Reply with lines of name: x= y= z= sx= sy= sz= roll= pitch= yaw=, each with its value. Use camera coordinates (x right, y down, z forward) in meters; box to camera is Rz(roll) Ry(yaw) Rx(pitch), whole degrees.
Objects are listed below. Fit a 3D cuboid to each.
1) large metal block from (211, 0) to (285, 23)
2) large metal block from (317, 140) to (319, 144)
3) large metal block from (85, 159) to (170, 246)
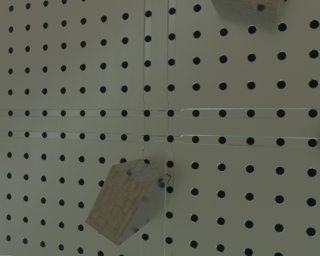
large metal block: x=0.111 y=-0.179 z=0.360 sx=0.080 sy=0.050 sz=0.080 roll=22 pitch=97 yaw=18
large metal block: x=0.213 y=0.026 z=0.308 sx=0.080 sy=0.080 sz=0.050 roll=46 pitch=104 yaw=14
large metal block: x=-0.038 y=0.090 z=0.397 sx=0.050 sy=0.080 sz=0.080 roll=29 pitch=100 yaw=18
